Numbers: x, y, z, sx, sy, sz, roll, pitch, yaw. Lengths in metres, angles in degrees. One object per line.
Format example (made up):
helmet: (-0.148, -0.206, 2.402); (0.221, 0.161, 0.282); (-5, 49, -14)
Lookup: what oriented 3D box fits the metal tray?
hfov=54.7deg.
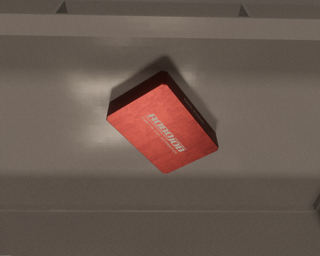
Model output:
metal tray: (0.006, -0.001, 0.405); (0.090, 0.030, 0.130); (-28, 125, 21)
